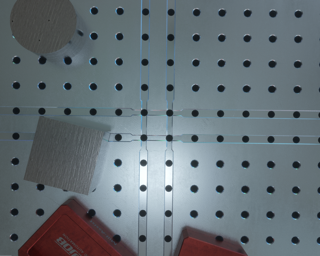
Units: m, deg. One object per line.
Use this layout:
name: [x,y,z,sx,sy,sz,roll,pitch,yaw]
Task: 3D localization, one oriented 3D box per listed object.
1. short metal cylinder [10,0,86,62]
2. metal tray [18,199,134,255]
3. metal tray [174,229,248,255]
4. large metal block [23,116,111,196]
short metal cylinder: [-0.141,-0.130,0.400,0.081,0.050,0.079,0,90,0]
metal tray: [-0.106,0.171,0.409,0.130,0.030,0.090,43,90,0]
metal tray: [0.054,0.213,0.411,0.090,0.030,0.129,18,90,0]
large metal block: [-0.116,0.034,0.400,0.080,0.050,0.080,14,90,0]
